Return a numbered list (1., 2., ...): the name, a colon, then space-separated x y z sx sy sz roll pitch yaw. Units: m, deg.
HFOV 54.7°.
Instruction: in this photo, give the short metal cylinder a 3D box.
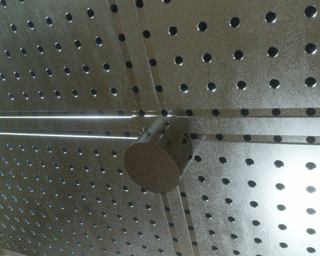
1. short metal cylinder: -0.001 0.041 0.420 0.080 0.050 0.079 13 124 20
